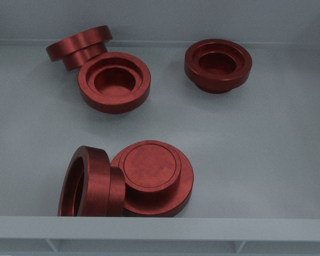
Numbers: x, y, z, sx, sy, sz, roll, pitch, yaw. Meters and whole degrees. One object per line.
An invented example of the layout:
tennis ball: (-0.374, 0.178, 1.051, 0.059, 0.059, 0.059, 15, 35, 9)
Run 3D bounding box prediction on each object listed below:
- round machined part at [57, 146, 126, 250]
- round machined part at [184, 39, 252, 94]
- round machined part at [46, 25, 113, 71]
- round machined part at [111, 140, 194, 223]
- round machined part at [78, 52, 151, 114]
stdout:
round machined part: (-0.067, 0.069, 0.307, 0.042, 0.097, 0.098, 15, 45, -26)
round machined part: (0.086, -0.090, 0.471, 0.099, 0.042, 0.098, 0, 50, 0)
round machined part: (-0.117, -0.118, 0.471, 0.098, 0.042, 0.098, -20, 15, 6)
round machined part: (-0.011, 0.052, 0.350, 0.099, 0.042, 0.098, 0, 50, 0)
round machined part: (-0.063, -0.059, 0.437, 0.099, 0.042, 0.098, 3, 56, -4)
